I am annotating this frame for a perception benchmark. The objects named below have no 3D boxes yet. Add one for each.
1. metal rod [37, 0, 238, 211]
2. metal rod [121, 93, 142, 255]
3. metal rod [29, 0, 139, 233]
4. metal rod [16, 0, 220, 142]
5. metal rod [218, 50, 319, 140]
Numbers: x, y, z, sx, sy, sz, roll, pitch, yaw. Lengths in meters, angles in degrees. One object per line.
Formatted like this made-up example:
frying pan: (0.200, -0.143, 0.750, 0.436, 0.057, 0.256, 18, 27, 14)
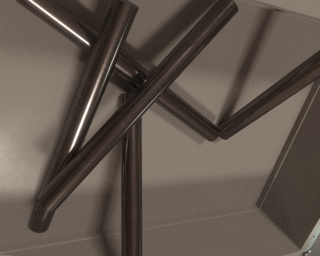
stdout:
metal rod: (-0.023, -0.028, 0.343, 0.300, 0.025, 0.025, -48, 130, -2)
metal rod: (-0.034, 0.109, 0.371, 0.025, 0.025, 0.298, -1, 91, -29)
metal rod: (-0.094, 0.006, 0.341, 0.025, 0.025, 0.298, 11, 119, -33)
metal rod: (-0.020, -0.056, 0.364, 0.301, 0.025, 0.025, 33, 100, -39)
metal rod: (0.168, -0.062, 0.360, 0.025, 0.025, 0.298, 4, 150, -31)
